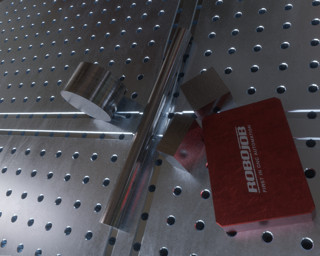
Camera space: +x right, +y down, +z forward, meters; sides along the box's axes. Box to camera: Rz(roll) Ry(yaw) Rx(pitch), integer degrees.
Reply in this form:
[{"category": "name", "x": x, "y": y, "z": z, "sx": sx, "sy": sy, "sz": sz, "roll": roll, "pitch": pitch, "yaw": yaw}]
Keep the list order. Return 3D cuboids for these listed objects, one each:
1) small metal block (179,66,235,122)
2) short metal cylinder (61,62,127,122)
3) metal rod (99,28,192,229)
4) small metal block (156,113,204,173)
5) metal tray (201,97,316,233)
[{"category": "small metal block", "x": 0.061, "y": -0.044, "z": 0.403, "sx": 0.050, "sy": 0.025, "sz": 0.050, "roll": -30, "pitch": 52, "yaw": 8}, {"category": "short metal cylinder", "x": -0.096, "y": -0.052, "z": 0.453, "sx": 0.080, "sy": 0.080, "sz": 0.050, "roll": 15, "pitch": 70, "yaw": 34}, {"category": "metal rod", "x": -0.012, "y": -0.015, "z": 0.422, "sx": 0.025, "sy": 0.025, "sz": 0.300, "roll": 7, "pitch": 65, "yaw": 31}, {"category": "small metal block", "x": 0.027, "y": 0.018, "z": 0.366, "sx": 0.025, "sy": 0.050, "sz": 0.050, "roll": 20, "pitch": 72, "yaw": 35}, {"category": "metal tray", "x": 0.099, "y": 0.037, "z": 0.330, "sx": 0.090, "sy": 0.030, "sz": 0.130, "roll": -16, "pitch": 55, "yaw": 19}]
